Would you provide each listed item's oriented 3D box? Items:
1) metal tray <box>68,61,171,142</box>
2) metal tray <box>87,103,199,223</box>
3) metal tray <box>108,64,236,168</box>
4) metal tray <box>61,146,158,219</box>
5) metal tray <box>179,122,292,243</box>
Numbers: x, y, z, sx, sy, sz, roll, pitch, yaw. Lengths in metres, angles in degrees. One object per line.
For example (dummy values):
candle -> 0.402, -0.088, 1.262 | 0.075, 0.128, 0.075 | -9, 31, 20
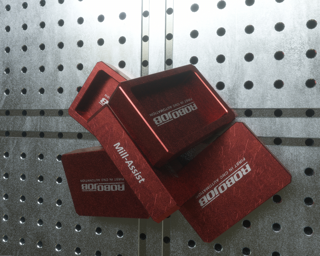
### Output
metal tray -> -0.054, -0.020, 0.427 | 0.130, 0.030, 0.090 | 38, 102, 15
metal tray -> -0.015, 0.034, 0.350 | 0.030, 0.090, 0.130 | -40, 78, 15
metal tray -> 0.019, -0.021, 0.350 | 0.090, 0.131, 0.030 | 53, 134, 12
metal tray -> -0.066, 0.069, 0.407 | 0.130, 0.030, 0.089 | -9, 98, 34
metal tray -> 0.079, 0.065, 0.380 | 0.130, 0.030, 0.090 | -43, 77, 14
